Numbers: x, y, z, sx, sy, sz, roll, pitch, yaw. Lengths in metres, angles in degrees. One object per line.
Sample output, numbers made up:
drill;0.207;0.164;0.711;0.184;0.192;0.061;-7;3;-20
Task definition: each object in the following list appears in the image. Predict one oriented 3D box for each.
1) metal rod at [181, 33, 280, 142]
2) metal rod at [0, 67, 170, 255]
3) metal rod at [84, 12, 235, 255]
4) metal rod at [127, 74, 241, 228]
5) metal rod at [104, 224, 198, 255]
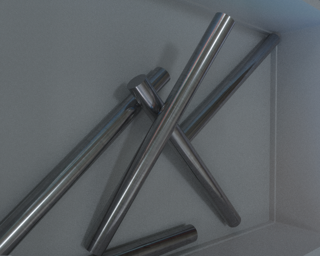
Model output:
metal rod;0.122;-0.076;0.508;0.301;0.025;0.025;-45;117;-31
metal rod;-0.082;0.031;0.337;0.301;0.025;0.025;-50;120;-28
metal rod;0.000;0.005;0.350;0.025;0.025;0.299;31;88;-36
metal rod;0.047;0.050;0.427;0.025;0.025;0.300;-54;127;-26
metal rod;-0.071;0.157;0.347;0.302;0.025;0.025;-3;92;-40
